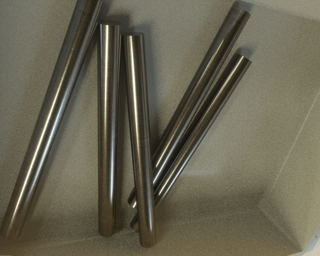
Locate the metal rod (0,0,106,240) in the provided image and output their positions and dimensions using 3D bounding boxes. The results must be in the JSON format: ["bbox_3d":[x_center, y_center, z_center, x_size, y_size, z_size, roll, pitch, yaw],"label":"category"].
[{"bbox_3d":[-0.125,0.002,0.341,0.025,0.025,0.298,13,112,-34],"label":"metal rod"}]

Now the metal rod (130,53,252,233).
[{"bbox_3d":[0.038,0.031,0.448,0.025,0.025,0.298,20,108,-36],"label":"metal rod"}]

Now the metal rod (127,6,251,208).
[{"bbox_3d":[0.031,-0.016,0.415,0.025,0.025,0.298,17,110,-35],"label":"metal rod"}]

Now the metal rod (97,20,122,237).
[{"bbox_3d":[-0.065,0.023,0.386,0.025,0.025,0.298,-8,122,-24],"label":"metal rod"}]

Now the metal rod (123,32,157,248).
[{"bbox_3d":[-0.023,0.034,0.395,0.025,0.025,0.298,-13,117,-21],"label":"metal rod"}]
